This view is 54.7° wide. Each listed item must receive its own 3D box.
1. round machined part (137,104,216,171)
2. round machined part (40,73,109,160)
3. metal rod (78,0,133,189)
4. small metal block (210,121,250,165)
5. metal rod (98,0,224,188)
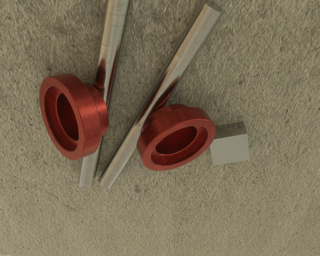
[{"bbox_3d":[0.017,0.008,0.387,0.099,0.042,0.097,-19,145,-14],"label":"round machined part"},{"bbox_3d":[-0.096,-0.015,0.359,0.042,0.098,0.097,-22,144,-40],"label":"round machined part"},{"bbox_3d":[-0.075,-0.026,0.384,0.025,0.025,0.298,12,129,-10],"label":"metal rod"},{"bbox_3d":[0.094,0.022,0.427,0.050,0.025,0.050,-10,130,8],"label":"small metal block"},{"bbox_3d":[-0.015,-0.019,0.390,0.025,0.025,0.298,21,127,-17],"label":"metal rod"}]
